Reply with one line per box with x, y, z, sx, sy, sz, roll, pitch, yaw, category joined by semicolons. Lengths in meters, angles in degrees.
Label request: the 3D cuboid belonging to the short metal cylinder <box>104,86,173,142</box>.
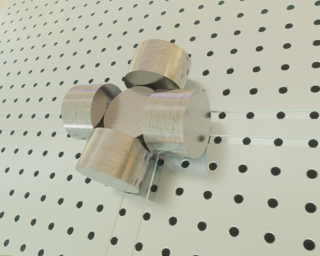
-0.027;-0.009;0.412;0.080;0.050;0.080;-12;57;20;short metal cylinder

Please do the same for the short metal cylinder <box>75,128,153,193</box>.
-0.054;0.041;0.375;0.080;0.080;0.050;6;65;31;short metal cylinder

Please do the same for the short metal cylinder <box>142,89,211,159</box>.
0.022;-0.006;0.365;0.050;0.080;0.080;4;64;30;short metal cylinder

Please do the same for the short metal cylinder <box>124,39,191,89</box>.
-0.002;-0.073;0.419;0.080;0.080;0.050;3;63;29;short metal cylinder

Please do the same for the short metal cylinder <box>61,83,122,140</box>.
-0.089;-0.021;0.433;0.050;0.080;0.080;2;63;28;short metal cylinder
